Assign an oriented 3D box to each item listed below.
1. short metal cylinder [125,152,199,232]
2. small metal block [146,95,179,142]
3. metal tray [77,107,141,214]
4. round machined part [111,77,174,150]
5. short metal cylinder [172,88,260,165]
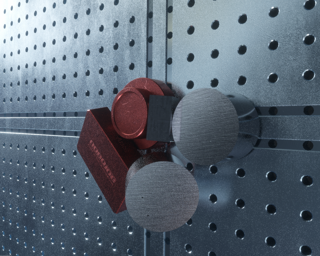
[{"bbox_3d":[0.000,0.072,0.360,0.050,0.081,0.079,-132,49,-80],"label":"short metal cylinder"},{"bbox_3d":[0.004,-0.011,0.360,0.025,0.050,0.050,5,93,12],"label":"small metal block"},{"bbox_3d":[-0.071,0.044,0.445,0.130,0.030,0.089,53,136,26],"label":"metal tray"},{"bbox_3d":[-0.028,-0.019,0.415,0.098,0.042,0.097,0,90,40],"label":"round machined part"},{"bbox_3d":[0.060,-0.002,0.339,0.080,0.050,0.079,0,90,40],"label":"short metal cylinder"}]
